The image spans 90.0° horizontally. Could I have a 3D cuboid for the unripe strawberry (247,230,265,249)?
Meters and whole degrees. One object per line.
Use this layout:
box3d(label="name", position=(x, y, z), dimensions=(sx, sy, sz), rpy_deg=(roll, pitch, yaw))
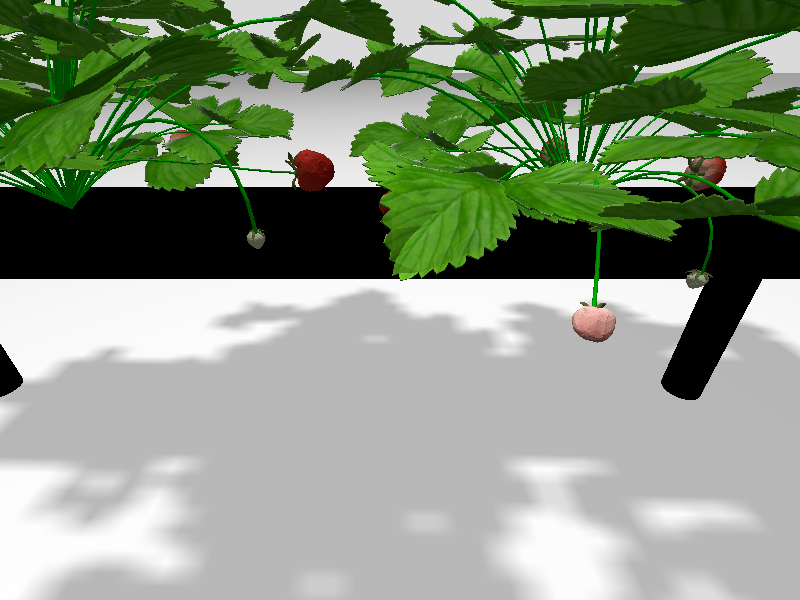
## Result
box3d(label="unripe strawberry", position=(-0.091, -0.038, 0.254), dimensions=(0.011, 0.011, 0.011), rpy_deg=(16, 35, 25))

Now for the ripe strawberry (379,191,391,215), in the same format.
box3d(label="ripe strawberry", position=(0.005, -0.075, 0.309), dimensions=(0.042, 0.036, 0.042), rpy_deg=(-10, 33, -14))

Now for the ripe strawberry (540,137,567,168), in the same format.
box3d(label="ripe strawberry", position=(0.186, -0.179, 0.484), dimensions=(0.031, 0.035, 0.033), rpy_deg=(6, 31, 9))

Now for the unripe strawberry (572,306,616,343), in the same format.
box3d(label="unripe strawberry", position=(0.090, 0.012, 0.187), dimensions=(0.019, 0.017, 0.017), rpy_deg=(10, 45, 16))

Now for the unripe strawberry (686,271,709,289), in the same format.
box3d(label="unripe strawberry", position=(0.170, -0.011, 0.229), dimensions=(0.011, 0.010, 0.010), rpy_deg=(-3, 31, -5))

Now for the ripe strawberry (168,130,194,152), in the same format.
box3d(label="ripe strawberry", position=(-0.244, -0.176, 0.472), dimensions=(0.045, 0.047, 0.049), rpy_deg=(10, 32, 16))

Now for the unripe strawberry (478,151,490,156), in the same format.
box3d(label="unripe strawberry", position=(0.092, -0.159, 0.460), dimensions=(0.022, 0.025, 0.024), rpy_deg=(-15, 34, -23))

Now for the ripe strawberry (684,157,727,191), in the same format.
box3d(label="ripe strawberry", position=(0.304, -0.127, 0.396), dimensions=(0.036, 0.037, 0.033), rpy_deg=(-10, 33, -18))

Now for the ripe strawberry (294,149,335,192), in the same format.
box3d(label="ripe strawberry", position=(-0.083, -0.127, 0.393), dimensions=(0.039, 0.040, 0.035), rpy_deg=(-7, 32, -12))
